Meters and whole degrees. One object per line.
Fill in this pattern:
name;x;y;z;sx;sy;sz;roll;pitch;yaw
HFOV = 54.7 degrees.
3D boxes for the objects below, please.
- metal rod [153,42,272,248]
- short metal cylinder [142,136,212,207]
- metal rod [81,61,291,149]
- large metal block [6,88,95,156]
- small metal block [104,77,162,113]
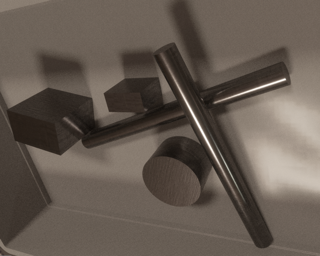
metal rod;0.073;0.039;0.370;0.025;0.025;0.299;-14;119;33
short metal cylinder;0.024;0.058;0.414;0.080;0.050;0.079;13;124;20
metal rod;0.007;-0.017;0.392;0.300;0.025;0.025;-17;109;34
large metal block;-0.152;-0.013;0.443;0.080;0.080;0.050;14;124;20
small metal block;-0.032;-0.041;0.382;0.050;0.050;0.025;2;119;27
